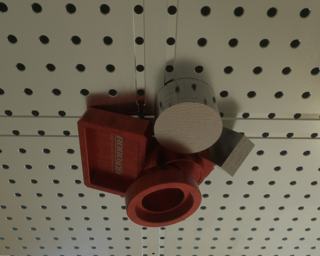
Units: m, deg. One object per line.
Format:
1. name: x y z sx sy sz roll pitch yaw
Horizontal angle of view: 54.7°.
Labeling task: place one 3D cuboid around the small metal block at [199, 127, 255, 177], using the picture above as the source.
1. small metal block: 0.087 0.029 0.409 0.025 0.050 0.050 39 85 -28

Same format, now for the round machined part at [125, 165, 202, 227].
1. round machined part: 0.002 0.087 0.412 0.099 0.042 0.097 -7 133 -8

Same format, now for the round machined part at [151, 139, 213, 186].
1. round machined part: 0.029 0.054 0.446 0.099 0.042 0.097 -1 130 0

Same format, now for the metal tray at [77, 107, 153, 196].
1. metal tray: -0.061 0.039 0.427 0.090 0.030 0.129 13 130 7

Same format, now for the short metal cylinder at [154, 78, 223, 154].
1. short metal cylinder: 0.033 -0.014 0.383 0.081 0.050 0.079 0 130 0
